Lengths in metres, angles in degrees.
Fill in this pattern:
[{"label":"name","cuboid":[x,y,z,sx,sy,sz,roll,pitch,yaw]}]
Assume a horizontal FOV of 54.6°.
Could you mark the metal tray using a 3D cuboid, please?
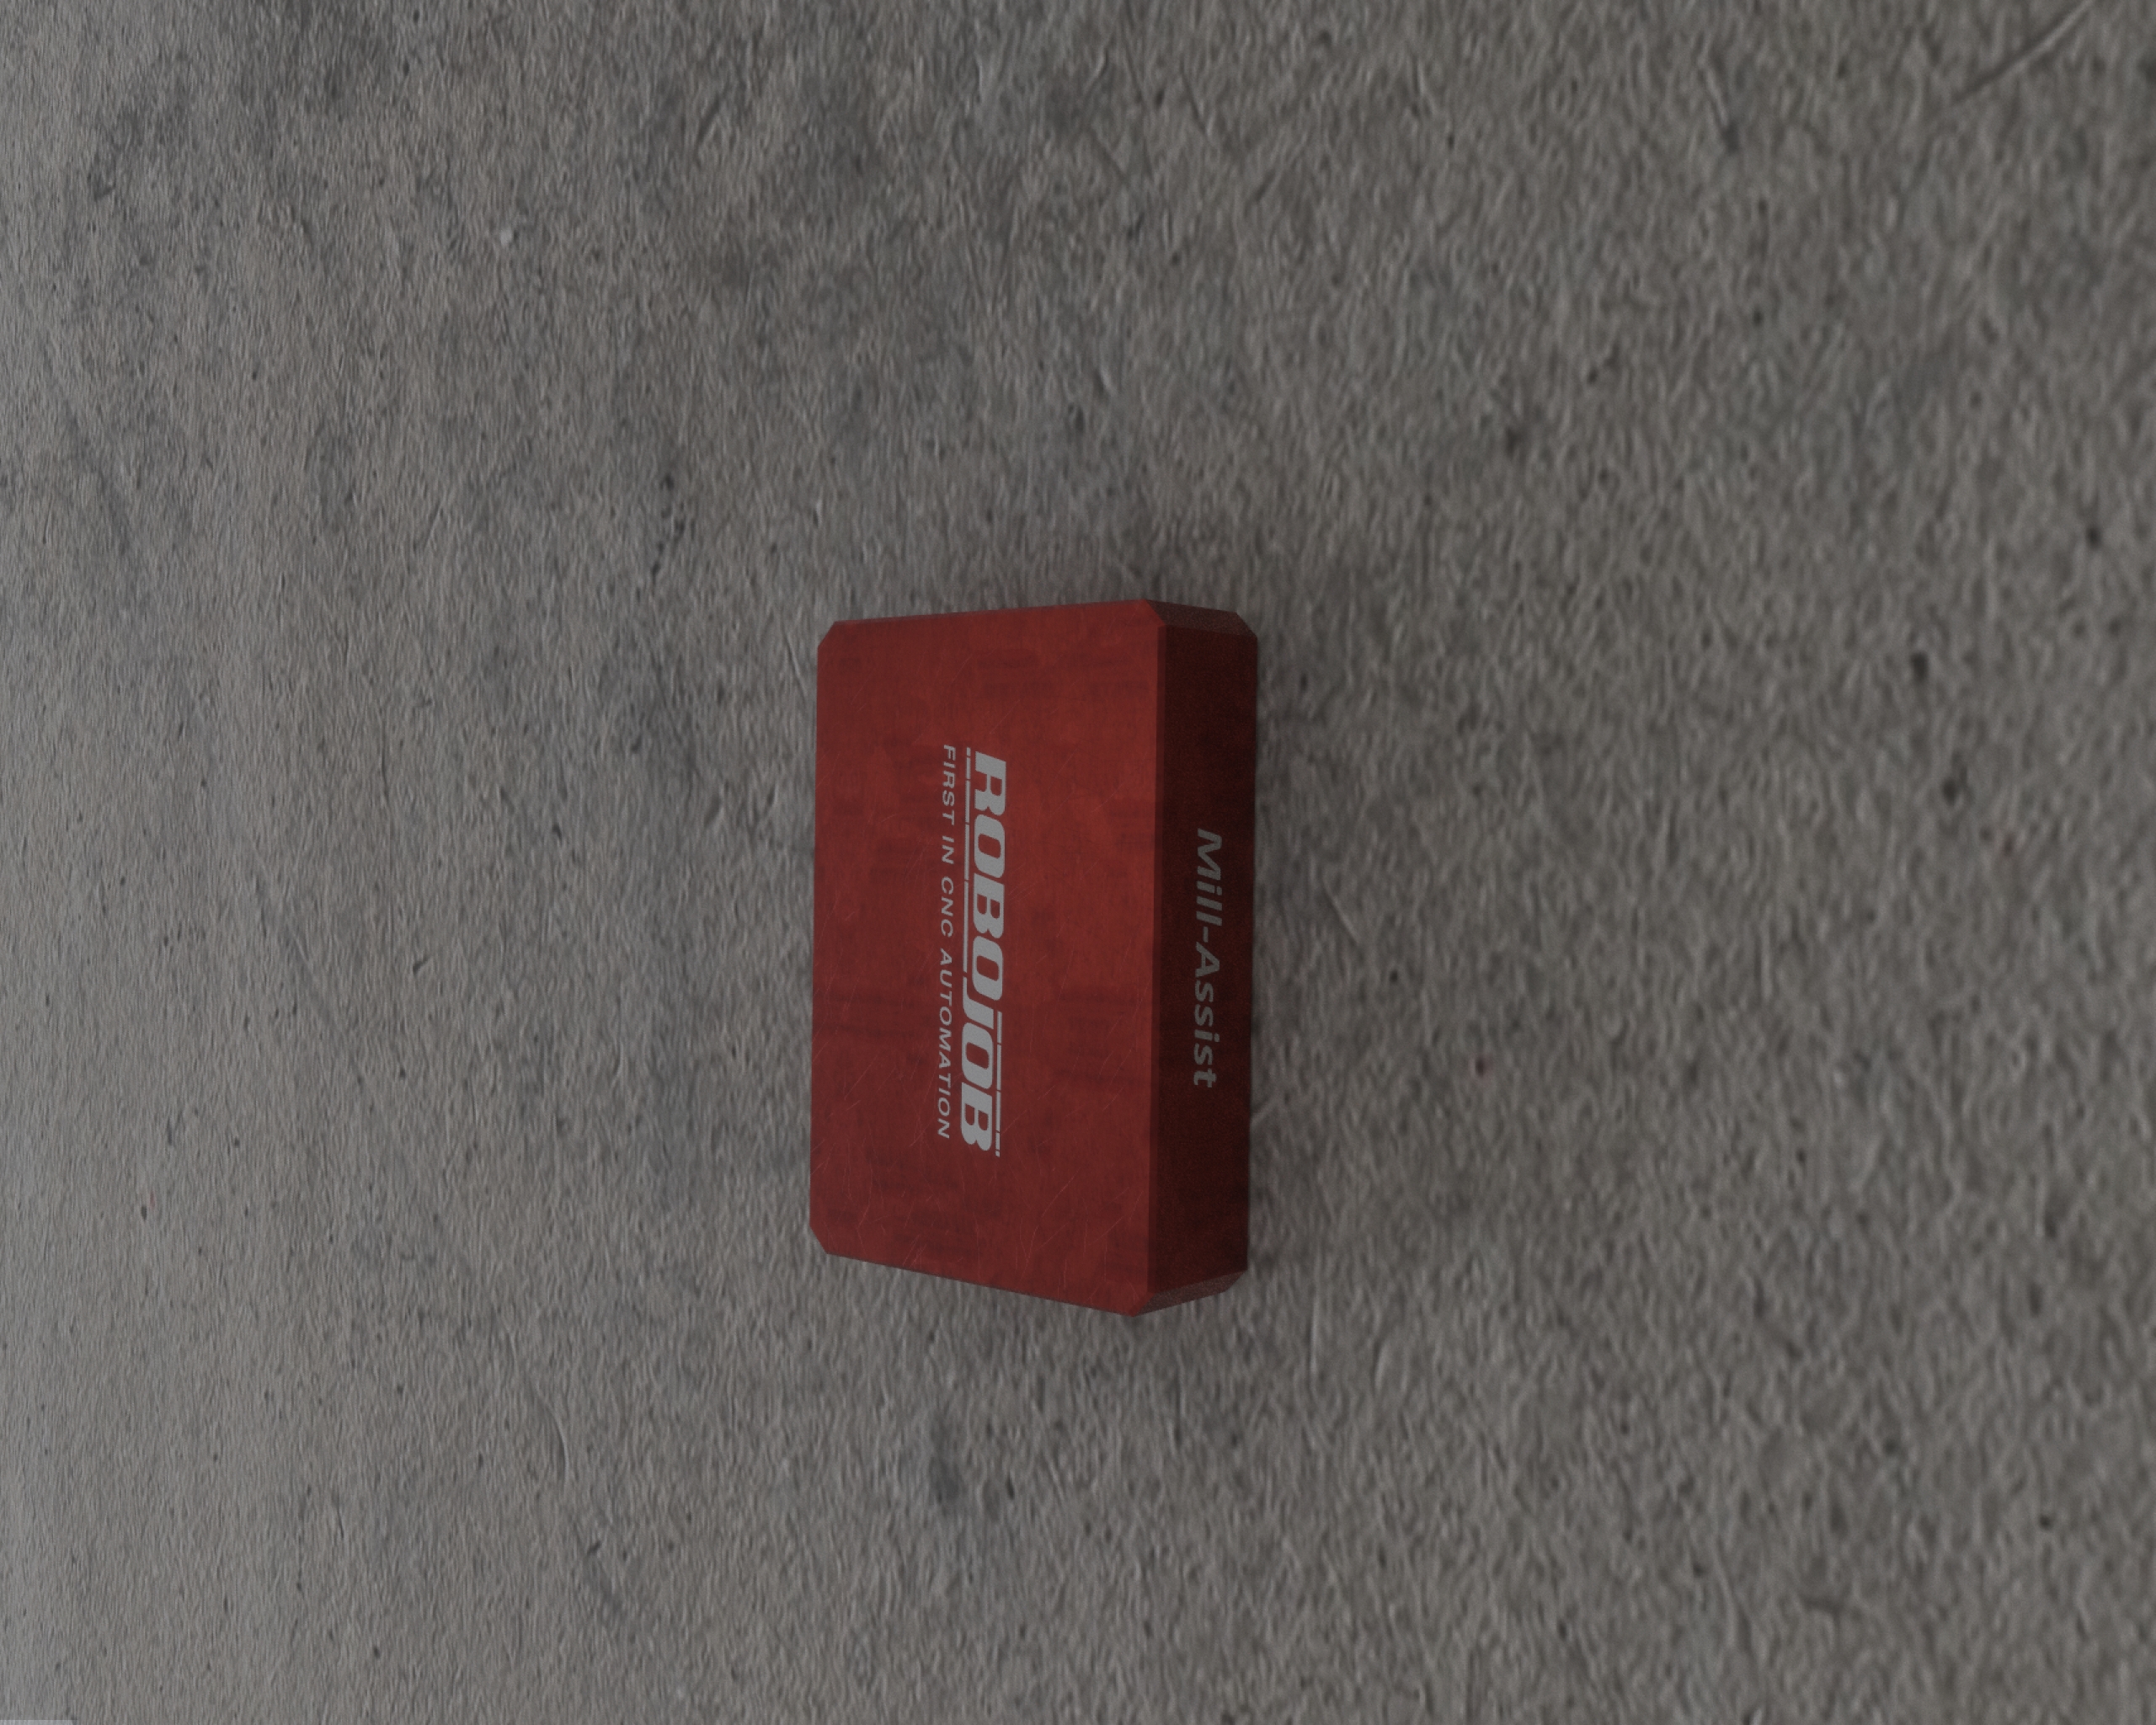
[{"label":"metal tray","cuboid":[-0.011,0.016,0.412,0.090,0.030,0.129,2,91,40]}]
